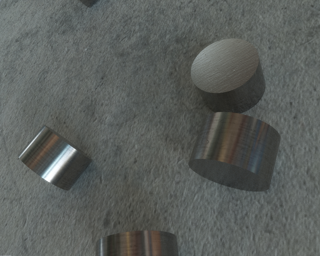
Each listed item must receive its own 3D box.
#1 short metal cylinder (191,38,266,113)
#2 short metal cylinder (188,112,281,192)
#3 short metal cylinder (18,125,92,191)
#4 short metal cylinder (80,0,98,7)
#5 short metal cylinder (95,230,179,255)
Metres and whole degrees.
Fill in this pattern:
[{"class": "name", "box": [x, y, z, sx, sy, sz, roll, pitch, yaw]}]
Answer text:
[{"class": "short metal cylinder", "box": [0.084, -0.062, 0.381, 0.080, 0.050, 0.080, -13, 56, 20]}, {"class": "short metal cylinder", "box": [0.075, 0.026, 0.313, 0.080, 0.080, 0.050, 8, 66, 31]}, {"class": "short metal cylinder", "box": [-0.138, 0.039, 0.415, 0.080, 0.080, 0.050, 30, 78, 37]}, {"class": "short metal cylinder", "box": [-0.152, -0.292, 0.625, 0.050, 0.080, 0.080, -47, 52, -4]}, {"class": "short metal cylinder", "box": [-0.021, 0.135, 0.296, 0.080, 0.080, 0.050, -18, 55, 17]}]
